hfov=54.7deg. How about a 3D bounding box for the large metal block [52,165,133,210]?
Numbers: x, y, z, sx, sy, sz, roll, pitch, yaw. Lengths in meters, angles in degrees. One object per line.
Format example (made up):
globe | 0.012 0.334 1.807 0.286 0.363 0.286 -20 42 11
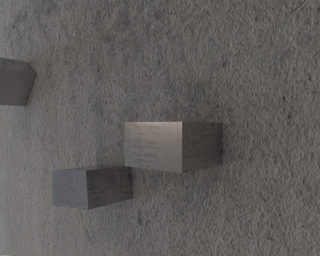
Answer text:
large metal block | -0.097 0.083 0.450 0.080 0.081 0.050 -7 86 40

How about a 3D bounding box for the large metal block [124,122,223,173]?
large metal block | 0.016 0.018 0.356 0.080 0.081 0.050 1 91 40

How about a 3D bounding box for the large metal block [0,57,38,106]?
large metal block | -0.307 -0.092 0.623 0.050 0.081 0.080 43 116 31
